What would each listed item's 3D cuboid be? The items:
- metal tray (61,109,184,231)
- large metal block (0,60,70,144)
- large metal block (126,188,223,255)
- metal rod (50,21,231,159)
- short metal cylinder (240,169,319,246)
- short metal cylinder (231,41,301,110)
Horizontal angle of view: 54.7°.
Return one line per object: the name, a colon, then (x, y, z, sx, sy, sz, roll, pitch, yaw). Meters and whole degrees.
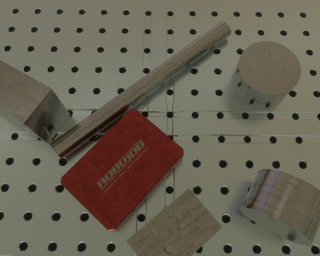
metal tray: (-0.045, 0.051, 0.390, 0.090, 0.030, 0.130, 40, 75, 13)
large metal block: (-0.172, -0.031, 0.392, 0.080, 0.080, 0.050, 29, 73, 10)
large metal block: (0.015, 0.117, 0.340, 0.080, 0.080, 0.050, -38, 75, -13)
metal rod: (-0.018, -0.060, 0.433, 0.301, 0.025, 0.025, -38, 75, -13)
short metal cylinder: (0.139, 0.089, 0.351, 0.080, 0.080, 0.050, 29, 73, 10)
short metal cylinder: (0.143, -0.071, 0.425, 0.081, 0.050, 0.080, 0, 70, 0)
